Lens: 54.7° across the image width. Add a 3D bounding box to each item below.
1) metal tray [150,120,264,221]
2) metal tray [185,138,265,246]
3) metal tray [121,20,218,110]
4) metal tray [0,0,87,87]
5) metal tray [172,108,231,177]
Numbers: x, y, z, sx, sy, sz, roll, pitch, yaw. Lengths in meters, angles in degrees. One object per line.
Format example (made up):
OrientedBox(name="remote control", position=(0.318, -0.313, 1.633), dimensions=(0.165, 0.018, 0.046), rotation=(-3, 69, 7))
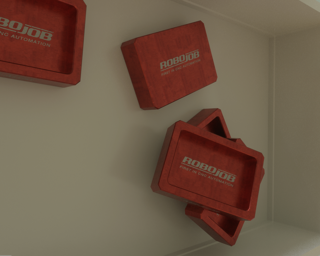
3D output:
OrientedBox(name="metal tray", position=(0.063, 0.055, 0.392), dimensions=(0.131, 0.030, 0.090), rotation=(21, 68, -13))
OrientedBox(name="metal tray", position=(0.098, 0.090, 0.448), dimensions=(0.090, 0.030, 0.130), rotation=(47, 62, -30))
OrientedBox(name="metal tray", position=(0.018, -0.087, 0.421), dimensions=(0.131, 0.030, 0.089), rotation=(-28, 108, -37))
OrientedBox(name="metal tray", position=(-0.138, -0.093, 0.288), dimensions=(0.131, 0.030, 0.089), rotation=(6, 86, -40))
OrientedBox(name="metal tray", position=(0.075, 0.046, 0.468), dimensions=(0.091, 0.030, 0.129), rotation=(-38, 113, -34))
